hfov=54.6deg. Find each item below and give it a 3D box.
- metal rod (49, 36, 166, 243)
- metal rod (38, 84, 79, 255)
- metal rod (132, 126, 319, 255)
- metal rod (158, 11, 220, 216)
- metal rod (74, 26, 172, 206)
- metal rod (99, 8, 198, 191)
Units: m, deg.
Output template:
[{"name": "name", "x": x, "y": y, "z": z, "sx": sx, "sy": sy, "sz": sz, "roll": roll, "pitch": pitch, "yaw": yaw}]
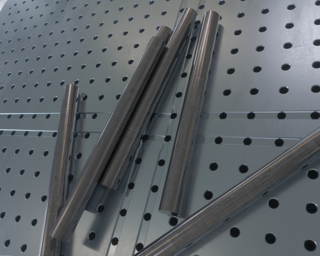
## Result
[{"name": "metal rod", "x": -0.061, "y": 0.001, "z": 0.414, "sx": 0.025, "sy": 0.025, "sz": 0.300, "roll": 12, "pitch": 68, "yaw": 33}, {"name": "metal rod", "x": -0.143, "y": 0.059, "z": 0.448, "sx": 0.025, "sy": 0.025, "sz": 0.300, "roll": -16, "pitch": 55, "yaw": 19}, {"name": "metal rod", "x": 0.049, "y": 0.096, "z": 0.324, "sx": 0.300, "sy": 0.025, "sz": 0.025, "roll": -36, "pitch": 51, "yaw": 4}, {"name": "metal rod", "x": 0.044, "y": -0.037, "z": 0.408, "sx": 0.025, "sy": 0.025, "sz": 0.300, "roll": 0, "pitch": 62, "yaw": 28}, {"name": "metal rod", "x": -0.050, "y": -0.027, "z": 0.452, "sx": 0.025, "sy": 0.025, "sz": 0.300, "roll": 13, "pitch": 68, "yaw": 33}, {"name": "metal rod", "x": -0.009, "y": -0.053, "z": 0.446, "sx": 0.025, "sy": 0.025, "sz": 0.300, "roll": 11, "pitch": 67, "yaw": 33}]
